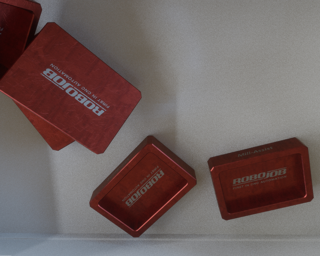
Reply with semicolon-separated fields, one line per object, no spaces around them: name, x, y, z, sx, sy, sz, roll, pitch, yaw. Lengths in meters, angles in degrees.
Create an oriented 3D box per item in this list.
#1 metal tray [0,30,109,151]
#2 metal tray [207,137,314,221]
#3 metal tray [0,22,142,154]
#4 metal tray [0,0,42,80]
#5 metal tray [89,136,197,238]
metal tray;-0.132;-0.046;0.390;0.090;0.030;0.130;-30;108;10
metal tray;0.141;0.073;0.437;0.131;0.030;0.089;-14;110;4
metal tray;-0.097;-0.041;0.351;0.130;0.030;0.090;38;77;-23
metal tray;-0.178;-0.090;0.287;0.030;0.131;0.089;30;108;15
metal tray;-0.024;0.085;0.439;0.090;0.030;0.130;41;105;-14
